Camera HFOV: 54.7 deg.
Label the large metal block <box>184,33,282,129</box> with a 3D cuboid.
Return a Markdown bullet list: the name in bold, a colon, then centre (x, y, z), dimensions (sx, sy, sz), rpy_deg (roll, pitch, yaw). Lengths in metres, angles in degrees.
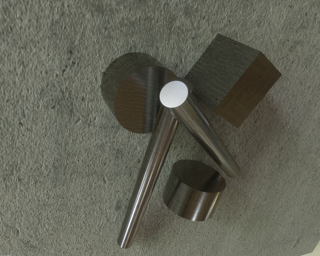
- **large metal block**: centre (0.083, -0.059, 0.380), dimensions (0.050, 0.080, 0.080), rpy_deg (30, 102, -38)

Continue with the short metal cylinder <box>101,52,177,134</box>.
- **short metal cylinder**: centre (-0.021, -0.040, 0.354), dimensions (0.081, 0.050, 0.079), rpy_deg (-14, 124, -21)

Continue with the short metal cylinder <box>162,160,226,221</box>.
- **short metal cylinder**: centre (0.049, 0.089, 0.453), dimensions (0.081, 0.080, 0.050), rpy_deg (3, 117, -30)

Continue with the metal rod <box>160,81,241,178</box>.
- **metal rod**: centre (0.067, 0.022, 0.390), dimensions (0.025, 0.025, 0.300), rpy_deg (-44, 150, 2)

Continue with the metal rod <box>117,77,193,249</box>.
- **metal rod**: centre (-0.017, 0.068, 0.397), dimensions (0.025, 0.025, 0.298), rpy_deg (-4, 133, -27)
